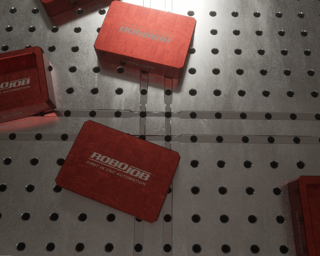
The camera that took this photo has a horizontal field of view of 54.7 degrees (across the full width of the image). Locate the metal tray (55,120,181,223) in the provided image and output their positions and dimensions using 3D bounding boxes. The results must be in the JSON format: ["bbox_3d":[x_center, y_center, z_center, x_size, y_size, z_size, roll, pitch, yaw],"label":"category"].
[{"bbox_3d":[-0.050,0.054,0.389,0.131,0.030,0.090,20,71,6],"label":"metal tray"}]

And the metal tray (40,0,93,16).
[{"bbox_3d":[-0.137,-0.243,0.496,0.131,0.030,0.090,-26,72,-10],"label":"metal tray"}]

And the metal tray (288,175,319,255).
[{"bbox_3d":[0.210,0.124,0.366,0.091,0.030,0.130,1,70,0],"label":"metal tray"}]

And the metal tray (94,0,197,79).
[{"bbox_3d":[-0.020,-0.131,0.457,0.131,0.030,0.090,14,70,4],"label":"metal tray"}]

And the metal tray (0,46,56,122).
[{"bbox_3d":[-0.219,-0.056,0.426,0.131,0.030,0.090,-13,71,-5],"label":"metal tray"}]
